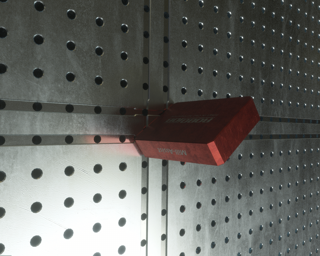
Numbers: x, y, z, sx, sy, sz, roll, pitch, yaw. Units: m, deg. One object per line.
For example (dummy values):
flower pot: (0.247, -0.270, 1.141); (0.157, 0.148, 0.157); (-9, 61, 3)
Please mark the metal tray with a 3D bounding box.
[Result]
metal tray: (0.042, 0.001, 0.378); (0.090, 0.130, 0.030); (-42, 116, -32)
